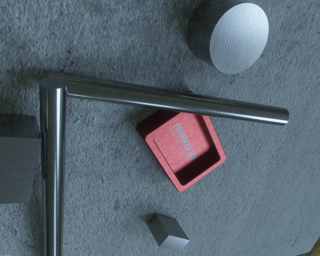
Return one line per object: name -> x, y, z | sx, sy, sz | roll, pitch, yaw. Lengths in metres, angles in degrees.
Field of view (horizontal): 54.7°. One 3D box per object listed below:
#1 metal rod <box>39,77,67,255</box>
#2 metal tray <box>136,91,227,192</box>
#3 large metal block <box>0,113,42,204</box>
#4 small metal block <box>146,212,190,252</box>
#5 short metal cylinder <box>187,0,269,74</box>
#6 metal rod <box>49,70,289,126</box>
metal rod -> -0.128, 0.081, 0.370 | 0.025, 0.025, 0.298 | -5, 126, -26
metal tray -> 0.035, 0.023, 0.438 | 0.090, 0.030, 0.130 | -35, 129, -6
large metal block -> -0.173, 0.030, 0.316 | 0.081, 0.050, 0.079 | 5, 116, -31
small metal block -> 0.013, 0.170, 0.505 | 0.050, 0.050, 0.025 | 29, 102, -38
short metal cylinder -> 0.080, -0.110, 0.368 | 0.081, 0.050, 0.079 | -14, 125, -21
metal rod -> 0.026, -0.031, 0.370 | 0.302, 0.025, 0.025 | 6, 116, -20
